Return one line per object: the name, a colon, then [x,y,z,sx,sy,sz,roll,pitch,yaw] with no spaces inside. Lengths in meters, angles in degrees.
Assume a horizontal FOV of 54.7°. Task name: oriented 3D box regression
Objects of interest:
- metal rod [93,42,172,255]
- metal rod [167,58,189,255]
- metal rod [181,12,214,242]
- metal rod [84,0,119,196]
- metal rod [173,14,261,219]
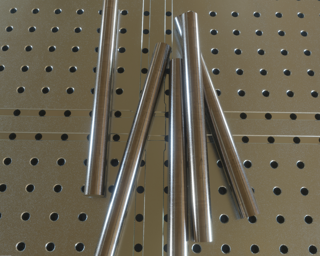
metal rod: [-0.030,0.018,0.404,0.025,0.025,0.299,13,70,4]
metal rod: [0.023,0.046,0.394,0.025,0.025,0.299,1,70,0]
metal rod: [0.046,-0.012,0.400,0.025,0.025,0.299,-2,76,-1]
metal rod: [-0.079,-0.057,0.431,0.025,0.025,0.299,1,70,0]
metal rod: [0.071,-0.029,0.423,0.025,0.025,0.299,-14,71,-5]
